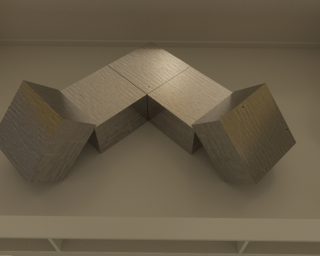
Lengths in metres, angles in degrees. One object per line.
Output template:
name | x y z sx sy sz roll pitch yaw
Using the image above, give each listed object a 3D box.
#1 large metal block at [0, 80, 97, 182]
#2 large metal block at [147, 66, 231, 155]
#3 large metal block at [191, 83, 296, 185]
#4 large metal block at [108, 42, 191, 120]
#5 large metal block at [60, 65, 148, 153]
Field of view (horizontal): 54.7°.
large metal block | -0.133 0.004 0.354 0.080 0.050 0.080 39 102 27
large metal block | 0.041 -0.025 0.408 0.080 0.050 0.080 -36 59 -27
large metal block | 0.096 0.007 0.354 0.080 0.050 0.080 -36 102 -26
large metal block | -0.015 -0.070 0.445 0.080 0.050 0.080 -36 59 -27
large metal block | -0.073 -0.027 0.409 0.080 0.050 0.080 -36 59 -27
